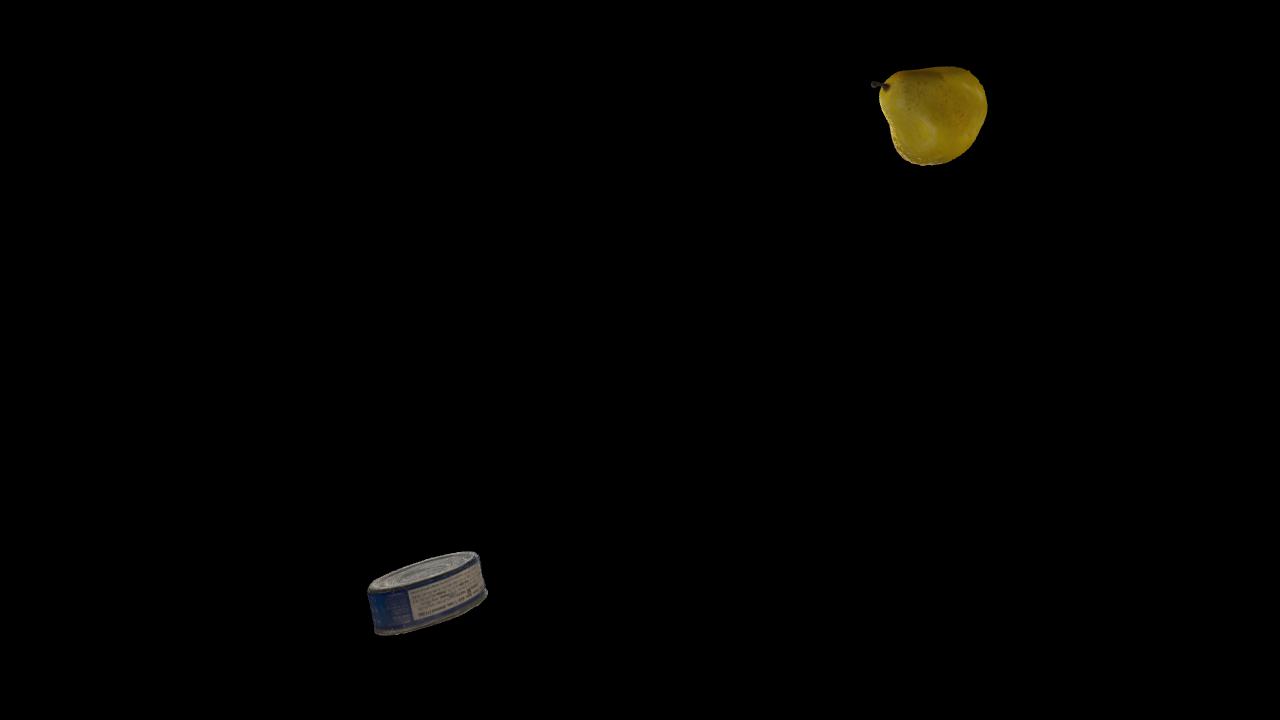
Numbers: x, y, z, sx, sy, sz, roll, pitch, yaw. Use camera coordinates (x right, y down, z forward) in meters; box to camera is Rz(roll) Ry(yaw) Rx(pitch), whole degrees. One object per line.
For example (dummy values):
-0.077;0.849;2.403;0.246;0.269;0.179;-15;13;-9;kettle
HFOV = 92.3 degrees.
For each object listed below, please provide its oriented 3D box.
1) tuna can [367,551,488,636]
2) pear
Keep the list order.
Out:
-0.162;0.175;0.469;0.084;0.034;0.084;-14;-4;-1;tuna can
0.232;-0.216;0.513;0.111;0.080;0.080;25;-12;-27;pear
